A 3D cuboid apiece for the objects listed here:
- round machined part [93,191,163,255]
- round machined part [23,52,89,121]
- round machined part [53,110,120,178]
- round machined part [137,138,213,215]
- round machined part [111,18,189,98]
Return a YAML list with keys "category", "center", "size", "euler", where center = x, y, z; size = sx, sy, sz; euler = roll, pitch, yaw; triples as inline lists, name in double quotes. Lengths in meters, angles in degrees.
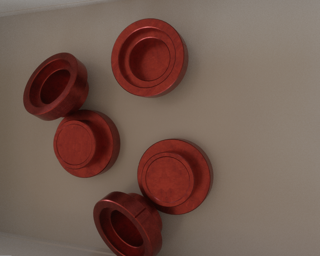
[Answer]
- category: "round machined part"
  center: [-0.036, 0.123, 0.399]
  size: [0.098, 0.042, 0.097]
  euler: [19, 124, 31]
- category: "round machined part"
  center: [-0.140, -0.054, 0.436]
  size: [0.098, 0.042, 0.098]
  euler: [-13, 60, 25]
- category: "round machined part"
  center: [-0.110, 0.022, 0.439]
  size: [0.098, 0.042, 0.097]
  euler: [0, 90, 19]
- category: "round machined part"
  center: [0.015, 0.063, 0.395]
  size: [0.098, 0.042, 0.097]
  euler: [0, 90, 19]
- category: "round machined part"
  center: [-0.010, -0.088, 0.404]
  size: [0.098, 0.042, 0.097]
  euler: [0, 90, 19]
